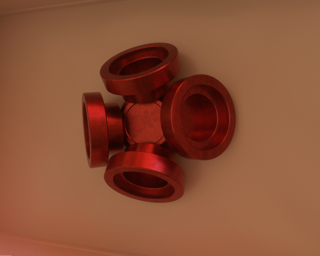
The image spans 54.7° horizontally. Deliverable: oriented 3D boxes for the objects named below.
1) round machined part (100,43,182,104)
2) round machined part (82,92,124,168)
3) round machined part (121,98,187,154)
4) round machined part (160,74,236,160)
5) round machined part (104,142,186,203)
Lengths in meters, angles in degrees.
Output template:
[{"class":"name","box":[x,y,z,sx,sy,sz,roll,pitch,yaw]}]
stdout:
[{"class":"round machined part","box":[-0.021,-0.066,0.386,0.098,0.098,0.042,-4,127,19]},{"class":"round machined part","box":[-0.075,0.002,0.405,0.042,0.098,0.097,-5,88,-18]},{"class":"round machined part","box":[-0.011,-0.006,0.402,0.098,0.042,0.097,0,90,19]},{"class":"round machined part","box":[0.040,-0.012,0.366,0.042,0.099,0.097,-4,89,55]},{"class":"round machined part","box":[-0.016,0.054,0.384,0.098,0.098,0.042,-1,54,19]}]
